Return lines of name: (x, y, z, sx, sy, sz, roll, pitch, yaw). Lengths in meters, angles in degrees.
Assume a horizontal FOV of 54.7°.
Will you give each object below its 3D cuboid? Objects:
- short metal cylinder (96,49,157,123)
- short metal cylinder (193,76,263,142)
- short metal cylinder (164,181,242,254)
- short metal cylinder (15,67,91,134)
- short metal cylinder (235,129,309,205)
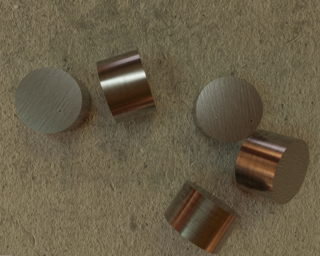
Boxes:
short metal cylinder: (-0.040, -0.051, 0.382, 0.050, 0.080, 0.080, -18, 90, 0)
short metal cylinder: (0.084, -0.022, 0.398, 0.080, 0.050, 0.080, 0, 90, 0)
short metal cylinder: (0.052, 0.108, 0.383, 0.080, 0.080, 0.050, 33, 90, 0)
short metal cylinder: (-0.134, -0.033, 0.396, 0.081, 0.050, 0.080, 0, 90, 0)
short metal cylinder: (0.137, 0.046, 0.378, 0.081, 0.050, 0.079, -14, 112, -38)
